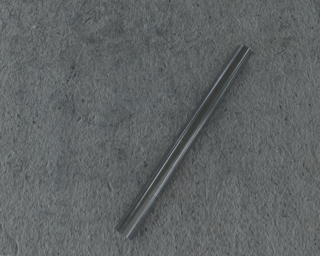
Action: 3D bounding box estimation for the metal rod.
[{"bbox_3d":[0.040,0.007,0.405,0.025,0.025,0.300,32,73,11],"label":"metal rod"}]
